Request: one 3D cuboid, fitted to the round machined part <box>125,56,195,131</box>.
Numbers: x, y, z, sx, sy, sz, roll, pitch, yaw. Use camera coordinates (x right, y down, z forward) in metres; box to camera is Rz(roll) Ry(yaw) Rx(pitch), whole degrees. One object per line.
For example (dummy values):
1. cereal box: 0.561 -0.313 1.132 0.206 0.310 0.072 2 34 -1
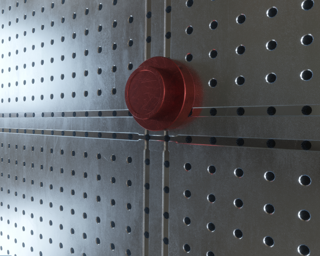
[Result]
1. round machined part: -0.008 -0.044 0.403 0.098 0.042 0.097 0 90 39
